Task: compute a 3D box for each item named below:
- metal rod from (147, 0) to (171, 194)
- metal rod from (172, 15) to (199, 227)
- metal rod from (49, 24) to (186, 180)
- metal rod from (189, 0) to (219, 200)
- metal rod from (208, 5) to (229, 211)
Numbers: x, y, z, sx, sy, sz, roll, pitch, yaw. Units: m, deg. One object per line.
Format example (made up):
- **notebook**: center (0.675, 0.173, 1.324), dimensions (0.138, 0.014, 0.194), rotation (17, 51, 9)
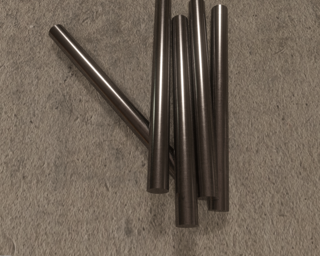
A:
- **metal rod**: center (0.001, -0.063, 0.413), dimensions (0.025, 0.025, 0.299), rotation (2, 63, 0)
- **metal rod**: center (0.030, -0.028, 0.401), dimensions (0.025, 0.025, 0.299), rotation (0, 63, 0)
- **metal rod**: center (-0.056, -0.036, 0.420), dimensions (0.025, 0.025, 0.300), rotation (-39, 75, -13)
- **metal rod**: center (0.056, -0.055, 0.418), dimensions (0.025, 0.025, 0.299), rotation (0, 66, 0)
- **metal rod**: center (0.081, -0.040, 0.423), dimensions (0.025, 0.025, 0.299), rotation (4, 70, 1)
